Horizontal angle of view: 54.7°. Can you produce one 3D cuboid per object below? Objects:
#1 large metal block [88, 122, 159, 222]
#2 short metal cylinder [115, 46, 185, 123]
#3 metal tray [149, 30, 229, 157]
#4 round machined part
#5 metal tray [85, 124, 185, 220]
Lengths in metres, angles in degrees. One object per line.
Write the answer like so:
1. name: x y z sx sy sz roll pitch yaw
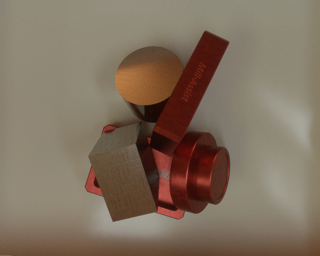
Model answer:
1. large metal block: -0.037 0.047 0.359 0.050 0.080 0.080 -15 106 6
2. short metal cylinder: -0.009 -0.053 0.382 0.080 0.050 0.080 -4 67 10
3. metal tray: 0.032 -0.036 0.362 0.030 0.090 0.130 27 74 3
4. round machined part: 0.053 0.054 0.371 0.042 0.098 0.097 6 90 30
5. metal tray: -0.021 0.056 0.406 0.131 0.030 0.090 17 90 0
